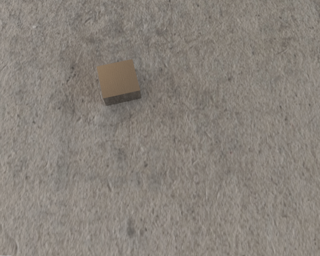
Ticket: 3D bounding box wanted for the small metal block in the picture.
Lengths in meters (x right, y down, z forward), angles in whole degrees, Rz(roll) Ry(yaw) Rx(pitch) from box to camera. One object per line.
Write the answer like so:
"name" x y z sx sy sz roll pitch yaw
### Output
"small metal block" -0.057 -0.063 0.431 0.050 0.025 0.050 -13 71 -5
